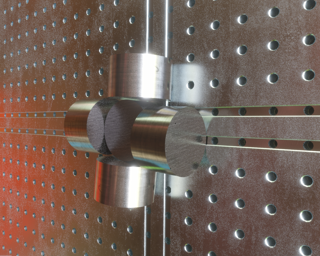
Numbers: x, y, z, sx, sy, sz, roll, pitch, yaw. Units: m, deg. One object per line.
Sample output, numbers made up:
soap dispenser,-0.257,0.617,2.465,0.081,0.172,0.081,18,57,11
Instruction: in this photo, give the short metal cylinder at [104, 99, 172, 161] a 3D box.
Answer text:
short metal cylinder,-0.029,0.003,0.418,0.080,0.050,0.080,0,90,38

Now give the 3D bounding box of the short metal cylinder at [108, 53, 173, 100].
short metal cylinder,-0.025,-0.062,0.394,0.080,0.081,0.050,4,92,40

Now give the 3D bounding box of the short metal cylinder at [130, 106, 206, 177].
short metal cylinder,0.012,0.014,0.364,0.050,0.081,0.079,5,93,39

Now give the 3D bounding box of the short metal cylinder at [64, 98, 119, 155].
short metal cylinder,-0.089,-0.003,0.447,0.050,0.081,0.079,2,92,39

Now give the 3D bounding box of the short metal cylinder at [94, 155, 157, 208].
short metal cylinder,-0.045,0.068,0.409,0.080,0.081,0.050,8,95,39
